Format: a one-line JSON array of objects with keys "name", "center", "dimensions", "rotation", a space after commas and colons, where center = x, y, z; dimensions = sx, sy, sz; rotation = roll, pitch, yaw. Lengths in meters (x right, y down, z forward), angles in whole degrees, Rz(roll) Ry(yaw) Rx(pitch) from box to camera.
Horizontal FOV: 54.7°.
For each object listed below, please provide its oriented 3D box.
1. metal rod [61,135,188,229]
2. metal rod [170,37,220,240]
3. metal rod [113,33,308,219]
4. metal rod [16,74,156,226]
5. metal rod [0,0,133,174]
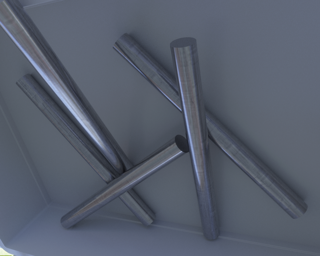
[{"name": "metal rod", "center": [-0.069, 0.093, 0.465], "dimensions": [0.025, 0.025, 0.299], "rotation": [48, 126, -6]}, {"name": "metal rod", "center": [0.049, 0.038, 0.378], "dimensions": [0.025, 0.025, 0.298], "rotation": [6, 129, 25]}, {"name": "metal rod", "center": [0.062, -0.001, 0.374], "dimensions": [0.300, 0.025, 0.025], "rotation": [43, 129, -3]}, {"name": "metal rod", "center": [-0.112, 0.039, 0.489], "dimensions": [0.025, 0.025, 0.300], "rotation": [-34, 100, 38]}, {"name": "metal rod", "center": [-0.090, -0.018, 0.364], "dimensions": [0.025, 0.025, 0.299], "rotation": [7, 147, 24]}]
